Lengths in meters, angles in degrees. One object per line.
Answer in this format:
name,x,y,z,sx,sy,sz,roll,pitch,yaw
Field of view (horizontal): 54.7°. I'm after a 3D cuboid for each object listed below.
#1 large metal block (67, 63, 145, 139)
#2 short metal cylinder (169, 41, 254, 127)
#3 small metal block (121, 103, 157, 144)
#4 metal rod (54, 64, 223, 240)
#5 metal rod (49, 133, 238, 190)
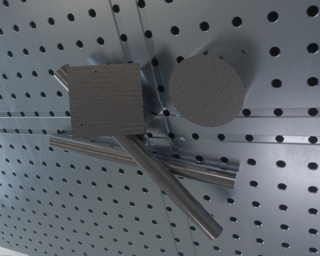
large metal block,-0.061,-0.032,0.369,0.081,0.050,0.079,-4,93,-3
short metal cylinder,0.056,-0.048,0.336,0.080,0.050,0.079,13,124,21
small metal block,-0.039,-0.004,0.429,0.050,0.025,0.050,29,128,9
metal rod,-0.025,0.035,0.412,0.300,0.025,0.025,47,129,-4
metal rod,-0.038,0.044,0.458,0.301,0.025,0.025,10,123,22
